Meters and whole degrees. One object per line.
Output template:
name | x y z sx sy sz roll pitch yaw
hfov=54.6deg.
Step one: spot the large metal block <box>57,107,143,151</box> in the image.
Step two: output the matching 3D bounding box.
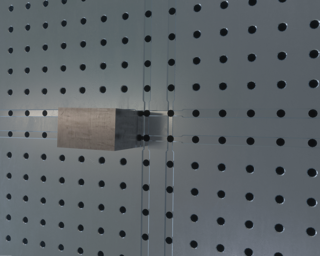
large metal block | -0.076 0.000 0.411 0.080 0.080 0.050 2 91 20
